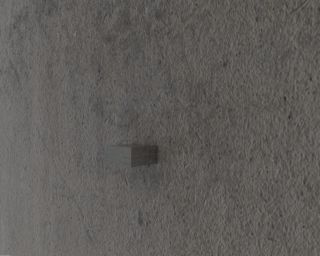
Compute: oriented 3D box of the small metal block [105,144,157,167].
[{"bbox_3d":[-0.039,0.036,0.422,0.050,0.050,0.025,1,91,40],"label":"small metal block"}]
